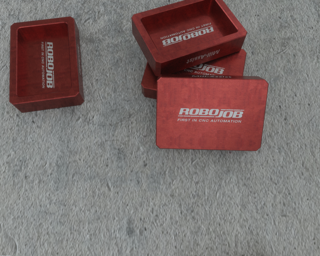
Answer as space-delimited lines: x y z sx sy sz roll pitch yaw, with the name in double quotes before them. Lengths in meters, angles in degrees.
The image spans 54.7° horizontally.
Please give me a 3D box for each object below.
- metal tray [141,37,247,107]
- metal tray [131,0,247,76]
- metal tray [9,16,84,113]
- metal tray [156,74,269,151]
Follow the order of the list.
"metal tray" 0.048 -0.077 0.434 0.131 0.030 0.090 12 70 4
"metal tray" 0.038 -0.129 0.419 0.131 0.030 0.090 -21 65 -13
"metal tray" -0.160 -0.091 0.437 0.091 0.030 0.130 -8 70 -3
"metal tray" 0.061 -0.019 0.387 0.131 0.030 0.089 1 107 0
